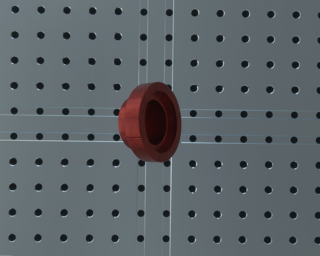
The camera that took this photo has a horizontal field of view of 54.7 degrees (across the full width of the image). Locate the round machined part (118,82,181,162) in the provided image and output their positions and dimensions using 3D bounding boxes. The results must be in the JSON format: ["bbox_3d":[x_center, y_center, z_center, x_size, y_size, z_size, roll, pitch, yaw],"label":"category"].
[{"bbox_3d":[-0.015,-0.006,0.385,0.042,0.099,0.097,-2,90,31],"label":"round machined part"}]
